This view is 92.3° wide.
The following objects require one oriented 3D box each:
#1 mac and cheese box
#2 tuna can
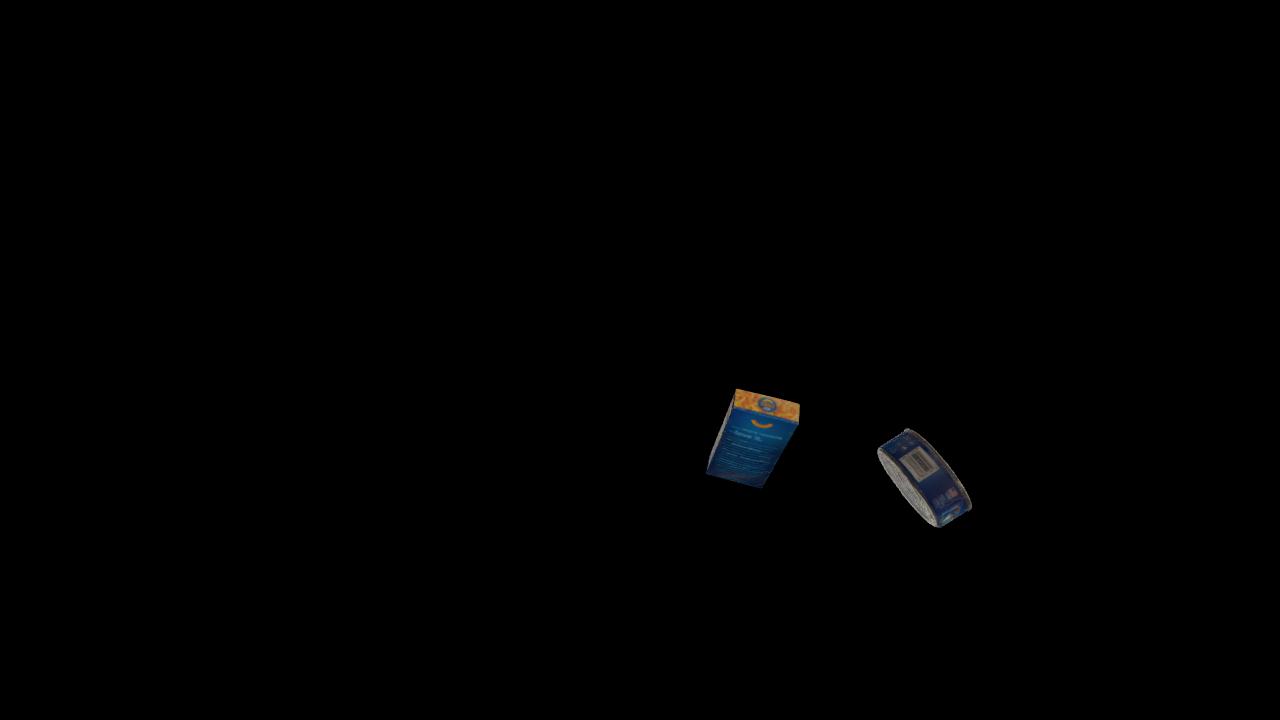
[{"bbox_3d":[0.161,0.119,0.900,0.093,0.041,0.184,15,-40,3],"label":"mac and cheese box"},{"bbox_3d":[0.247,0.104,0.540,0.034,0.084,0.084,-34,-3,4],"label":"tuna can"}]
